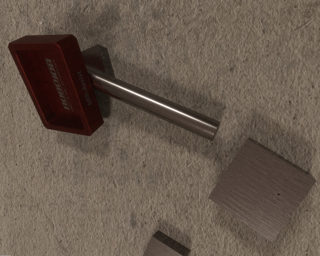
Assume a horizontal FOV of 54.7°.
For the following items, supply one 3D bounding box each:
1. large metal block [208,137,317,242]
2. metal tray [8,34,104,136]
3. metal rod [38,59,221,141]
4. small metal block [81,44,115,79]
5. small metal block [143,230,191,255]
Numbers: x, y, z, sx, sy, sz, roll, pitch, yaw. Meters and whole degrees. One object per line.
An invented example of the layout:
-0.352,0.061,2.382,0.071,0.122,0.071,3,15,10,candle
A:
0.115,0.066,0.355,0.080,0.050,0.080,33,101,16,large metal block
-0.134,-0.055,0.409,0.090,0.030,0.129,8,127,28,metal tray
-0.066,-0.055,0.406,0.301,0.025,0.025,24,98,14,metal rod
-0.096,-0.084,0.442,0.050,0.025,0.050,-17,84,18,small metal block
0.005,0.172,0.406,0.050,0.025,0.050,27,99,17,small metal block
